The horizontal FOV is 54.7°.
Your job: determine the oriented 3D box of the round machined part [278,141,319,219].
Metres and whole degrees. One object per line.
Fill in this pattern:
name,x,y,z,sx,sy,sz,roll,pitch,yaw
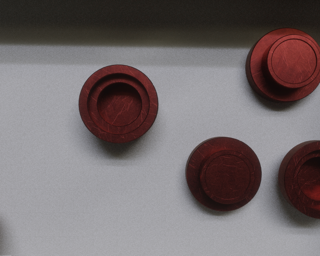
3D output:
round machined part,0.203,0.064,0.404,0.099,0.042,0.097,0,90,0

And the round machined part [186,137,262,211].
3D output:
round machined part,0.084,0.060,0.403,0.099,0.042,0.097,0,90,0

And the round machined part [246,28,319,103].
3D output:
round machined part,0.166,-0.083,0.404,0.099,0.042,0.097,0,90,0

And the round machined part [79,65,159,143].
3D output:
round machined part,-0.051,-0.030,0.402,0.099,0.042,0.097,0,90,0
